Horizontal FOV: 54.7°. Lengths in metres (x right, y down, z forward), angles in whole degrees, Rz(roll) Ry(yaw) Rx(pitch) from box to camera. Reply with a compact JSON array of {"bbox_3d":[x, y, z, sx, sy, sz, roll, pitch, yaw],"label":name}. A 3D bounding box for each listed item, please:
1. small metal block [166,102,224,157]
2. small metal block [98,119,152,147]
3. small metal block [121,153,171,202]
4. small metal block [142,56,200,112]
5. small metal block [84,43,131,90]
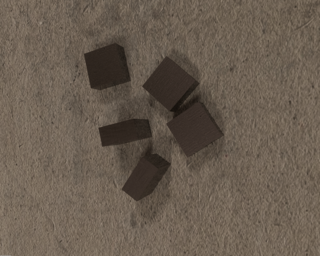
[{"bbox_3d":[0.045,0.002,0.393,0.050,0.025,0.050,-34,79,16],"label":"small metal block"},{"bbox_3d":[-0.045,0.006,0.410,0.050,0.050,0.025,-14,86,19],"label":"small metal block"},{"bbox_3d":[-0.016,0.062,0.401,0.025,0.050,0.050,35,101,16],"label":"small metal block"},{"bbox_3d":[0.014,-0.056,0.403,0.050,0.025,0.050,43,103,14],"label":"small metal block"},{"bbox_3d":[-0.074,-0.085,0.434,0.050,0.025,0.050,-14,86,19],"label":"small metal block"}]
